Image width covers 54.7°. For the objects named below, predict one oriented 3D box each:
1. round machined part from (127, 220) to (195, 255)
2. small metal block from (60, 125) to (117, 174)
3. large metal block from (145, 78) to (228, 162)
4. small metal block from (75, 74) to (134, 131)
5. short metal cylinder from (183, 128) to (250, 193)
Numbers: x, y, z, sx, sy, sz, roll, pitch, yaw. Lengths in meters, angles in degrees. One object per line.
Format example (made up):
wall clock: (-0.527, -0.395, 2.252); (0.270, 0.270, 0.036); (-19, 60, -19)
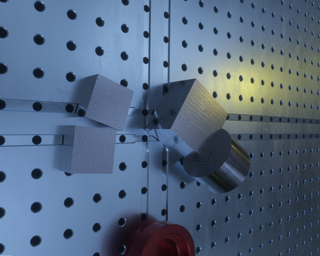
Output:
round machined part: (-0.004, 0.168, 0.398); (0.099, 0.042, 0.097); (0, 90, -40)
small metal block: (-0.079, 0.024, 0.345); (0.050, 0.025, 0.050); (8, 85, -40)
large metal block: (0.039, -0.010, 0.428); (0.080, 0.050, 0.080); (41, 65, -32)
small metal block: (-0.063, -0.028, 0.358); (0.050, 0.025, 0.050); (23, 75, -38)
short metal cylinder: (0.080, 0.046, 0.443); (0.050, 0.080, 0.080); (41, 65, -33)
